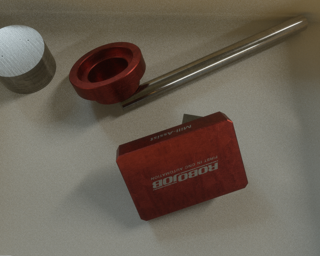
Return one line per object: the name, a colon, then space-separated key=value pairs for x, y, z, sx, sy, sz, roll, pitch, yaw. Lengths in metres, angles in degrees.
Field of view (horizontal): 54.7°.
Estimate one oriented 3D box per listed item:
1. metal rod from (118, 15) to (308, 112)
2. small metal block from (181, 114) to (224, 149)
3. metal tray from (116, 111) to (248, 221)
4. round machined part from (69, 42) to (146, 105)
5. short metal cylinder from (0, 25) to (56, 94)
metal rod: x=0.081 y=-0.097 z=0.445 sx=0.302 sy=0.025 sz=0.025 roll=-25 pitch=72 yaw=-9
small metal block: x=0.052 y=0.006 z=0.395 sx=0.050 sy=0.050 sz=0.025 roll=9 pitch=71 yaw=3
metal tray: x=0.026 y=0.045 z=0.355 sx=0.131 sy=0.030 sz=0.090 roll=-19 pitch=111 yaw=0
round machined part: x=-0.066 y=-0.069 z=0.411 sx=0.098 sy=0.042 sz=0.098 roll=-10 pitch=45 yaw=11
short metal cylinder: x=-0.192 y=-0.094 z=0.428 sx=0.081 sy=0.050 sz=0.080 roll=0 pitch=70 yaw=0
